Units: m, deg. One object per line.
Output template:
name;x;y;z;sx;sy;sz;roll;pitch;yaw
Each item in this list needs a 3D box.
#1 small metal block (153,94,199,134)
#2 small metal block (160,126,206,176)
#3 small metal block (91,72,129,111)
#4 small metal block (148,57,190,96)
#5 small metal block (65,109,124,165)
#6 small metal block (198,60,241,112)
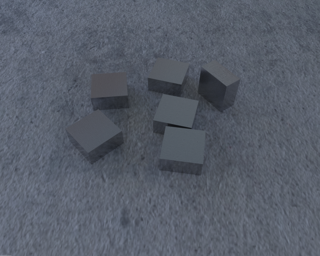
small metal block;0.022;-0.016;0.417;0.050;0.025;0.050;12;51;9
small metal block;0.028;0.027;0.381;0.050;0.025;0.050;7;50;5
small metal block;-0.072;-0.054;0.447;0.050;0.025;0.050;-5;50;-5
small metal block;0.014;-0.078;0.469;0.050;0.025;0.050;13;51;10
small metal block;-0.083;0.010;0.394;0.050;0.025;0.050;-35;59;-26
small metal block;0.082;-0.059;0.438;0.025;0.050;0.050;-29;56;-22
